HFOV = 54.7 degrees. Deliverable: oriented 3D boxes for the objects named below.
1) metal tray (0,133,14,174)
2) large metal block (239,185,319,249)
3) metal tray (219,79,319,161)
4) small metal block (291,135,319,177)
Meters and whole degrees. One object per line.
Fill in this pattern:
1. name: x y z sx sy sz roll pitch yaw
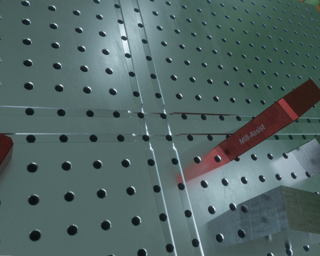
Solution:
1. metal tray: -0.215 0.026 0.273 0.131 0.030 0.090 25 53 -13
2. large metal block: 0.160 0.116 0.391 0.081 0.080 0.050 15 56 -20
3. metal tray: 0.150 -0.008 0.429 0.091 0.129 0.030 -28 78 -38
4. small metal block: 0.254 0.045 0.505 0.025 0.050 0.050 -22 74 -36
